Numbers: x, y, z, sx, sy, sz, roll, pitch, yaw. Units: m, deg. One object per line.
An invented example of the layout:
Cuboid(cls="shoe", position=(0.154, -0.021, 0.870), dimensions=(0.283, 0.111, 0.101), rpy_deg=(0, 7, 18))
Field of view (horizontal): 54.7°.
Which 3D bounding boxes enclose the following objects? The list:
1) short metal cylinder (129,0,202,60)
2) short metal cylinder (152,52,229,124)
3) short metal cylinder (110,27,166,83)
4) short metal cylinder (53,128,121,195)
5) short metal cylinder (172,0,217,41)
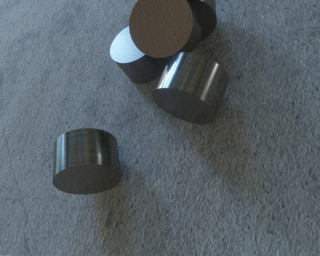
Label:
Cuboid(cls="short metal cylinder", position=(0.008, -0.128, 0.392), dimensions=(0.080, 0.050, 0.079), rpy_deg=(3, 99, 19))
Cuboid(cls="short metal cylinder", position=(0.037, -0.046, 0.378), dimensions=(0.080, 0.080, 0.050), rpy_deg=(11, 68, 33))
Cuboid(cls="short metal cylinder", position=(-0.028, -0.115, 0.474), dimensions=(0.080, 0.050, 0.080), rpy_deg=(-13, 56, 21))
Cuboid(cls="short metal cylinder", position=(-0.092, 0.044, 0.390), dimensions=(0.080, 0.080, 0.050), rpy_deg=(-22, 54, 15))
Cuboid(cls="short metal cylinder", position=(0.041, -0.171, 0.452), dimensions=(0.080, 0.080, 0.050), rpy_deg=(-11, 57, 22))
